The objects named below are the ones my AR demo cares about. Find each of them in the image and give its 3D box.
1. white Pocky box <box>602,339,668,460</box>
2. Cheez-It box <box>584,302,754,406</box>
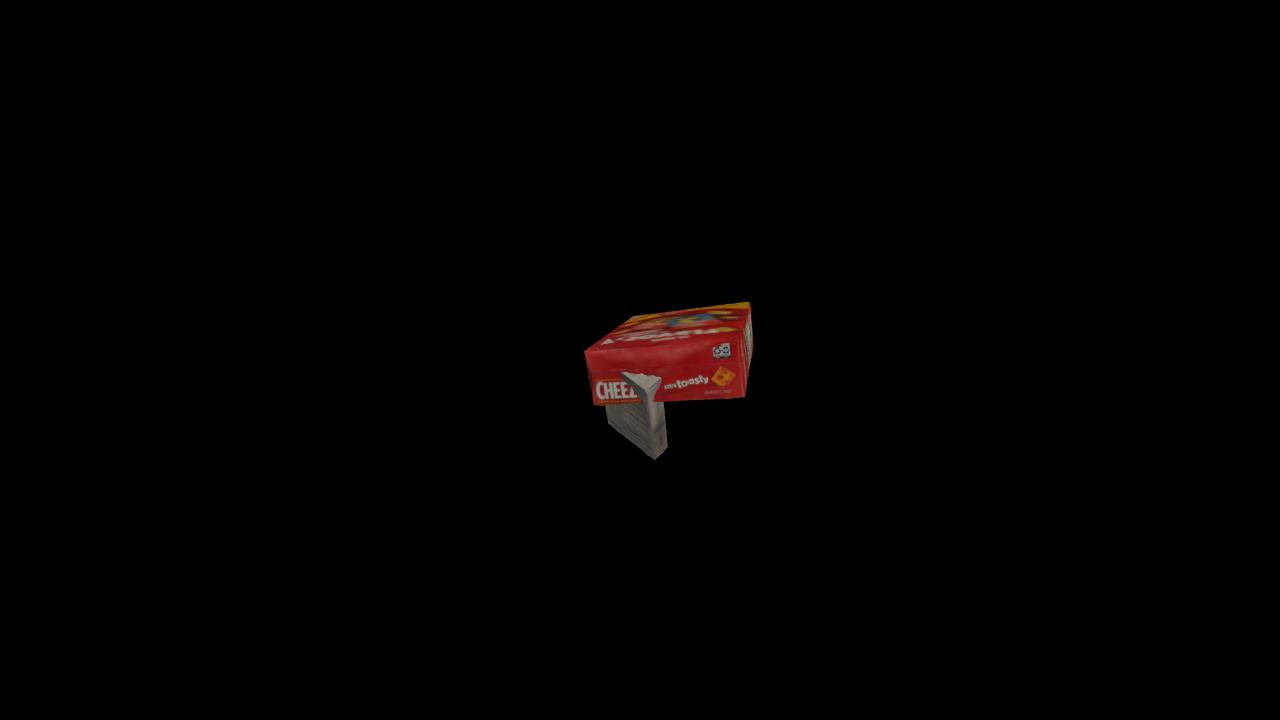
[{"bbox_3d":[-0.009,0.049,0.703,0.084,0.028,0.154,36,-26,26],"label":"white Pocky box"},{"bbox_3d":[0.048,-0.012,0.733,0.166,0.071,0.223,-5,13,14],"label":"Cheez-It box"}]
